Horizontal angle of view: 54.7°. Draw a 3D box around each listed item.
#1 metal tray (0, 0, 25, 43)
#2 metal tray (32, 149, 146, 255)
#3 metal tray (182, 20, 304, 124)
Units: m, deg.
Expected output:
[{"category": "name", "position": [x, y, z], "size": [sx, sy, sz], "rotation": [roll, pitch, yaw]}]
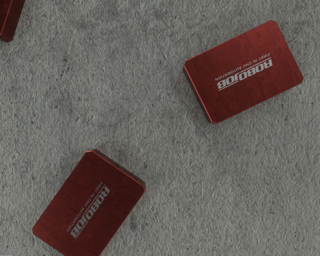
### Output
[{"category": "metal tray", "position": [-0.250, -0.176, 0.405], "size": [0.131, 0.030, 0.090], "rotation": [17, 90, 0]}, {"category": "metal tray", "position": [-0.091, 0.104, 0.407], "size": [0.090, 0.030, 0.130], "rotation": [35, 90, 0]}, {"category": "metal tray", "position": [0.107, -0.072, 0.408], "size": [0.131, 0.030, 0.090], "rotation": [-26, 90, 0]}]
